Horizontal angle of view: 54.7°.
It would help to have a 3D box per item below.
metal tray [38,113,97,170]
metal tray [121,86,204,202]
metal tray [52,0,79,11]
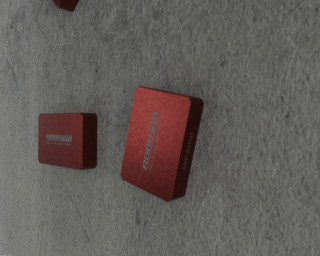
[{"bbox_3d":[-0.161,0.020,0.532,0.130,0.030,0.089,1,91,39],"label":"metal tray"},{"bbox_3d":[0.000,0.017,0.400,0.090,0.030,0.129,18,101,38],"label":"metal tray"},{"bbox_3d":[-0.150,-0.278,0.523,0.129,0.030,0.090,-50,61,28],"label":"metal tray"}]
